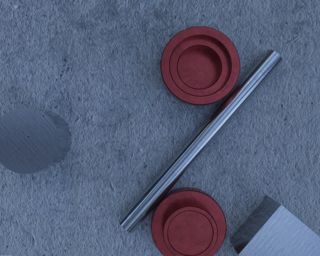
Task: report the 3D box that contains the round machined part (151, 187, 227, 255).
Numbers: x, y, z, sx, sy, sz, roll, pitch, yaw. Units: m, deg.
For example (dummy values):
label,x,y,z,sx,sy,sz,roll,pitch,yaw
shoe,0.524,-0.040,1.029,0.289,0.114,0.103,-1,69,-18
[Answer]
label,x,y,z,sx,sy,sz,roll,pitch,yaw
round machined part,0.038,0.130,0.402,0.099,0.042,0.097,0,90,0

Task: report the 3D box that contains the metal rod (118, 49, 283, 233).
label,x,y,z,sx,sy,sz,roll,pitch,yaw
metal rod,0.053,0.017,0.410,0.025,0.025,0.300,41,90,0

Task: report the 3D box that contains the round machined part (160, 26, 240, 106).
label,x,y,z,sx,sy,sz,roll,pitch,yaw
round machined part,0.050,-0.077,0.402,0.099,0.042,0.097,0,90,0

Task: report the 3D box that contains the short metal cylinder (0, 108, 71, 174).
label,x,y,z,sx,sy,sz,roll,pitch,yaw
short metal cylinder,-0.161,0.015,0.396,0.081,0.050,0.080,0,90,0

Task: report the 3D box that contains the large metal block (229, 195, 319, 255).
label,x,y,z,sx,sy,sz,roll,pitch,yaw
large metal block,0.151,0.148,0.399,0.080,0.050,0.080,40,90,0
